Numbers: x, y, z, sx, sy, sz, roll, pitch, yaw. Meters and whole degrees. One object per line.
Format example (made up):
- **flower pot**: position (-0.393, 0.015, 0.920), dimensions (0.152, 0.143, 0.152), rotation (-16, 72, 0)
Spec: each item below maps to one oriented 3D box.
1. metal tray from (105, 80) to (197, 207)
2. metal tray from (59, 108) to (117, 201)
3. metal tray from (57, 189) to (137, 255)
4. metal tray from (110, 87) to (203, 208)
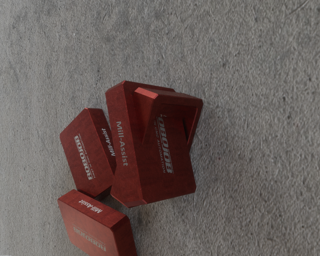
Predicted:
- **metal tray**: position (-0.009, 0.016, 0.353), dimensions (0.030, 0.091, 0.129), rotation (-20, 75, 40)
- **metal tray**: position (-0.107, 0.044, 0.491), dimensions (0.090, 0.030, 0.130), rotation (-38, 67, 33)
- **metal tray**: position (-0.094, 0.152, 0.458), dimensions (0.130, 0.030, 0.089), rotation (12, 121, 39)
- **metal tray**: position (-0.002, 0.022, 0.363), dimensions (0.030, 0.091, 0.129), rotation (25, 106, 38)
